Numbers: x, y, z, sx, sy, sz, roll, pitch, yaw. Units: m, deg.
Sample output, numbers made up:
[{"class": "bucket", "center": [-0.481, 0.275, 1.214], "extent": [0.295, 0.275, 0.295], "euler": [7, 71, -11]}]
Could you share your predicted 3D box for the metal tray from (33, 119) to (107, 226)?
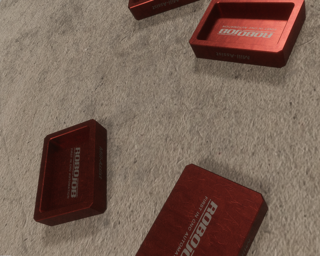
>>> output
[{"class": "metal tray", "center": [-0.120, 0.059, 0.425], "extent": [0.090, 0.030, 0.130], "euler": [-18, 55, 17]}]

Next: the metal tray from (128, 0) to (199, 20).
[{"class": "metal tray", "center": [0.012, -0.248, 0.545], "extent": [0.130, 0.030, 0.090], "euler": [-10, 57, 22]}]

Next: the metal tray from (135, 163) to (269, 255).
[{"class": "metal tray", "center": [0.039, 0.111, 0.312], "extent": [0.090, 0.030, 0.130], "euler": [21, 73, 35]}]

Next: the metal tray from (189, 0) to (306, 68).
[{"class": "metal tray", "center": [0.116, -0.133, 0.420], "extent": [0.130, 0.030, 0.090], "euler": [16, 70, 34]}]
